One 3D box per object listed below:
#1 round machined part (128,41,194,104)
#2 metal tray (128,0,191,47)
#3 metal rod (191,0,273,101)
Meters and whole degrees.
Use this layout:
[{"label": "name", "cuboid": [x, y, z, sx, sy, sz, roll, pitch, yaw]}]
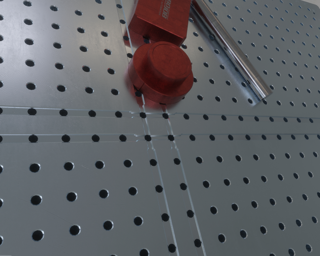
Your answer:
[{"label": "round machined part", "cuboid": [0.007, -0.088, 0.454, 0.099, 0.042, 0.098, 14, 56, -21]}, {"label": "metal tray", "cuboid": [0.004, -0.202, 0.530, 0.091, 0.030, 0.130, 20, 54, -16]}, {"label": "metal rod", "cuboid": [0.110, -0.178, 0.575, 0.025, 0.025, 0.299, -22, 74, -36]}]
